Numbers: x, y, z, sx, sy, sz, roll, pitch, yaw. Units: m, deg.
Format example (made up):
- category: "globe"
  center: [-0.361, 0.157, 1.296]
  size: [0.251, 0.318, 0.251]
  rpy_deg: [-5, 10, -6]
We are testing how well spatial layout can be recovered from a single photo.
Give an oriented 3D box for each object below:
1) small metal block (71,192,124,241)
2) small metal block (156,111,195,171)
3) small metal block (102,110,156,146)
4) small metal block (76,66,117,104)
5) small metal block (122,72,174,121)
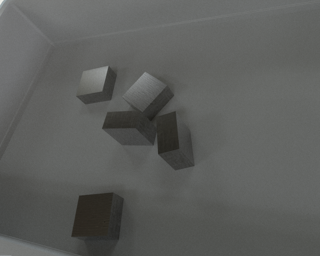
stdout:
- category: "small metal block"
  center: [-0.075, 0.108, 0.377]
  size: [0.050, 0.025, 0.050]
  rpy_deg: [-10, 57, 22]
- category: "small metal block"
  center: [0.018, 0.016, 0.369]
  size: [0.025, 0.050, 0.050]
  rpy_deg: [-16, 55, 19]
- category: "small metal block"
  center: [-0.039, 0.001, 0.408]
  size: [0.050, 0.050, 0.025]
  rpy_deg: [-1, 62, 27]
- category: "small metal block"
  center: [-0.102, -0.069, 0.499]
  size: [0.050, 0.025, 0.050]
  rpy_deg: [-6, 59, 24]
- category: "small metal block"
  center: [-0.017, -0.045, 0.441]
  size: [0.050, 0.025, 0.050]
  rpy_deg: [-48, 52, -6]
